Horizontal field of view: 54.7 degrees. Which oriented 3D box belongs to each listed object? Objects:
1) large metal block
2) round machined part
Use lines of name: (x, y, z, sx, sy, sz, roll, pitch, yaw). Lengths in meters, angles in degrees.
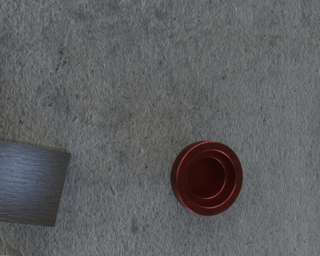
large metal block: (-0.149, 0.057, 0.341, 0.081, 0.050, 0.080, 13, 86, -20)
round machined part: (0.059, 0.066, 0.422, 0.099, 0.042, 0.097, 0, 90, -20)
